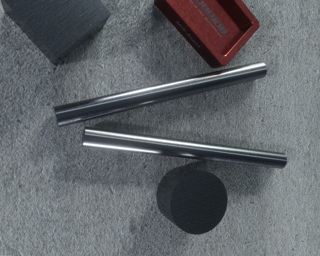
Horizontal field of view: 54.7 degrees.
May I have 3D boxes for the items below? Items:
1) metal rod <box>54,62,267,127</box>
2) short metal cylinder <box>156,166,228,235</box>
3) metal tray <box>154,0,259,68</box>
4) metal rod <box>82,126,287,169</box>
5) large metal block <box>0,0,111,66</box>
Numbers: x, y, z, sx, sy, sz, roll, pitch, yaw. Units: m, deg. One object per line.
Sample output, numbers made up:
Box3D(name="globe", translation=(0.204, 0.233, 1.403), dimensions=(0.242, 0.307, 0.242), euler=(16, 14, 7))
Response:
Box3D(name="metal rod", translation=(0.015, -0.050, 0.415), dimensions=(0.302, 0.025, 0.025), euler=(-15, 96, -20))
Box3D(name="short metal cylinder", translation=(0.042, 0.094, 0.413), dimensions=(0.081, 0.050, 0.079), euler=(0, 90, -20))
Box3D(name="metal tray", translation=(0.067, -0.160, 0.432), dimensions=(0.130, 0.030, 0.090), euler=(45, 76, -15))
Box3D(name="metal rod", translation=(0.048, 0.031, 0.427), dimensions=(0.302, 0.025, 0.025), euler=(8, 87, -20))
Box3D(name="large metal block", translation=(-0.117, -0.132, 0.353), dimensions=(0.080, 0.050, 0.080), euler=(-44, 104, -15))
